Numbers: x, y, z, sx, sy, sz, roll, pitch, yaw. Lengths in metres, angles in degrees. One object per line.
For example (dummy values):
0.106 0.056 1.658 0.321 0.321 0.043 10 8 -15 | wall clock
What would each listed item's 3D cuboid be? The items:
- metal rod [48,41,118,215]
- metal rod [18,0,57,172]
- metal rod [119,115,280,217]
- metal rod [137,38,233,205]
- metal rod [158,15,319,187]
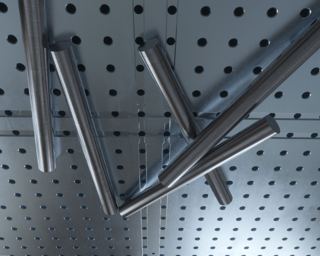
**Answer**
-0.096 0.025 0.431 0.025 0.025 0.298 -4 130 3 | metal rod
-0.141 -0.056 0.361 0.025 0.025 0.298 7 130 -7 | metal rod
0.034 0.068 0.443 0.025 0.025 0.299 32 131 -25 | metal rod
0.047 0.014 0.424 0.025 0.025 0.299 -19 128 15 | metal rod
0.100 -0.028 0.367 0.025 0.025 0.299 31 117 -24 | metal rod
